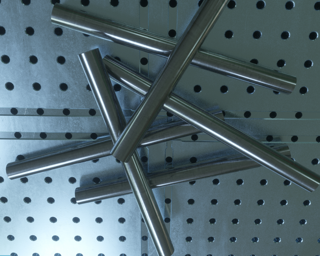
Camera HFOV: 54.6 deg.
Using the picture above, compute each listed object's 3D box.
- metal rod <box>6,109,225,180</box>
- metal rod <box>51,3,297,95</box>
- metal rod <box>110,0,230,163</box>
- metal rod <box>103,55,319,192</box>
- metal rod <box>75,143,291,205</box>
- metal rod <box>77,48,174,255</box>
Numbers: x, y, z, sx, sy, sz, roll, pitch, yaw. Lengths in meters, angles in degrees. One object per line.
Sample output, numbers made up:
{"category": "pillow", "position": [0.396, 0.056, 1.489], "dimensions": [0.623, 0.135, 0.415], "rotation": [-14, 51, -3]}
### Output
{"category": "metal rod", "position": [-0.062, 0.024, 0.421], "dimensions": [0.301, 0.025, 0.025], "rotation": [-14, 110, 5]}
{"category": "metal rod", "position": [0.022, -0.094, 0.378], "dimensions": [0.302, 0.025, 0.025], "rotation": [15, 109, -6]}
{"category": "metal rod", "position": [0.031, -0.091, 0.351], "dimensions": [0.025, 0.025, 0.299], "rotation": [31, 96, -11]}
{"category": "metal rod", "position": [0.060, -0.006, 0.384], "dimensions": [0.301, 0.025, 0.025], "rotation": [30, 108, 0]}
{"category": "metal rod", "position": [0.029, 0.066, 0.437], "dimensions": [0.301, 0.025, 0.025], "rotation": [-13, 110, 4]}
{"category": "metal rod", "position": [-0.037, 0.046, 0.402], "dimensions": [0.025, 0.025, 0.299], "rotation": [-17, 109, 6]}
